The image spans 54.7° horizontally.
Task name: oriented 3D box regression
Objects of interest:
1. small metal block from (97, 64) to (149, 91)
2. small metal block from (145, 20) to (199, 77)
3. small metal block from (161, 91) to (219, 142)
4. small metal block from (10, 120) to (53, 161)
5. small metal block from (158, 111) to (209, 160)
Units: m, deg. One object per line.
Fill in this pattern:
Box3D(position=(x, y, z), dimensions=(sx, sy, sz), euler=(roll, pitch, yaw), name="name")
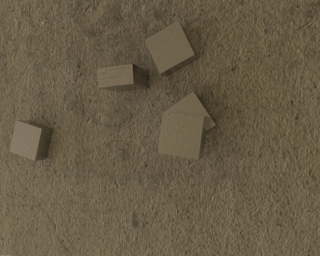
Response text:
Box3D(position=(-0.048, -0.065, 0.413), dimensions=(0.050, 0.050, 0.025), euler=(-4, 89, 20), name="small metal block")
Box3D(position=(0.016, -0.102, 0.403), dimensions=(0.050, 0.025, 0.050), euler=(-26, 82, 18), name="small metal block")
Box3D(position=(0.038, -0.011, 0.395), dimensions=(0.050, 0.025, 0.050), euler=(-35, 79, 16), name="small metal block")
Box3D(position=(-0.199, 0.019, 0.479), dimensions=(0.050, 0.025, 0.050), euler=(16, 95, 19), name="small metal block")
Box3D(position=(0.028, 0.008, 0.373), dimensions=(0.050, 0.025, 0.050), euler=(8, 93, 19), name="small metal block")
